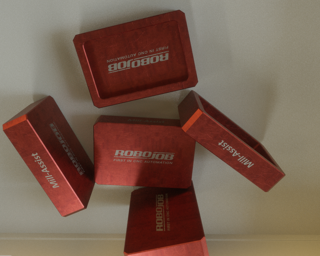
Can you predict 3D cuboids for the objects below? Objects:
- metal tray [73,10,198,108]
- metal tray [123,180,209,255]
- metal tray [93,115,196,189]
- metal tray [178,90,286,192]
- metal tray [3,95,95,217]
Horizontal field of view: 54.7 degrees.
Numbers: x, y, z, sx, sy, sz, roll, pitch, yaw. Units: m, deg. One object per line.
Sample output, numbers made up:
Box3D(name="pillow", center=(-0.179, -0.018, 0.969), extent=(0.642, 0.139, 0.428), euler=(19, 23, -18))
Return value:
Box3D(name="metal tray", center=(-0.027, -0.083, 0.376), extent=(0.131, 0.030, 0.089), euler=(-13, 110, 4))
Box3D(name="metal tray", center=(0.006, 0.118, 0.396), extent=(0.090, 0.130, 0.030), euler=(-12, 110, 3))
Box3D(name="metal tray", center=(-0.021, 0.033, 0.417), extent=(0.131, 0.030, 0.089), euler=(3, 110, -2))
Box3D(name="metal tray", center=(0.083, 0.013, 0.380), extent=(0.130, 0.090, 0.030), euler=(36, 107, -13))
Box3D(name="metal tray", center=(-0.128, 0.032, 0.384), extent=(0.030, 0.090, 0.129), euler=(-24, 109, 7))
